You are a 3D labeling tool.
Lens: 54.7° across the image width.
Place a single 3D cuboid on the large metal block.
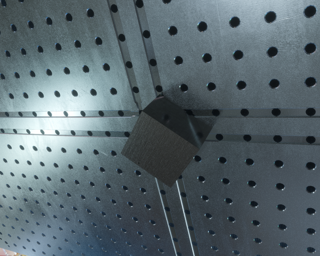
[{"bbox_3d":[0.007,0.017,0.401,0.080,0.050,0.079,34,129,5],"label":"large metal block"}]
